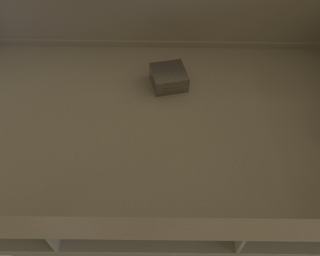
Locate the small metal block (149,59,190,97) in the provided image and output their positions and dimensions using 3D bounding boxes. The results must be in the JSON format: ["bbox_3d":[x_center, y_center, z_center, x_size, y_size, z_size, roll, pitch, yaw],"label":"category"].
[{"bbox_3d":[0.013,-0.077,0.470,0.050,0.025,0.050,-10,51,-9],"label":"small metal block"}]
